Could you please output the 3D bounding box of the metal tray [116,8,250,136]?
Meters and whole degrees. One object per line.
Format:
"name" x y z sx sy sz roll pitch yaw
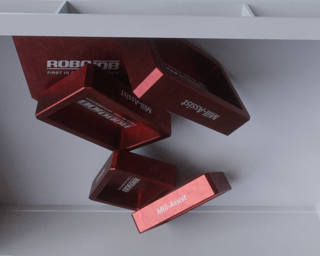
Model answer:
"metal tray" 0.025 -0.050 0.299 0.131 0.090 0.030 20 130 -41

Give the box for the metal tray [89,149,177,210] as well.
"metal tray" -0.043 0.081 0.450 0.091 0.030 0.129 19 144 -16

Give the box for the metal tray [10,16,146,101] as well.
"metal tray" -0.082 -0.074 0.342 0.131 0.030 0.089 0 130 0

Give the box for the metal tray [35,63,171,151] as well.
"metal tray" -0.060 -0.014 0.357 0.090 0.030 0.130 -21 145 33

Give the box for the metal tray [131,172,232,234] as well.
"metal tray" 0.034 0.108 0.457 0.130 0.030 0.090 -32 161 18
